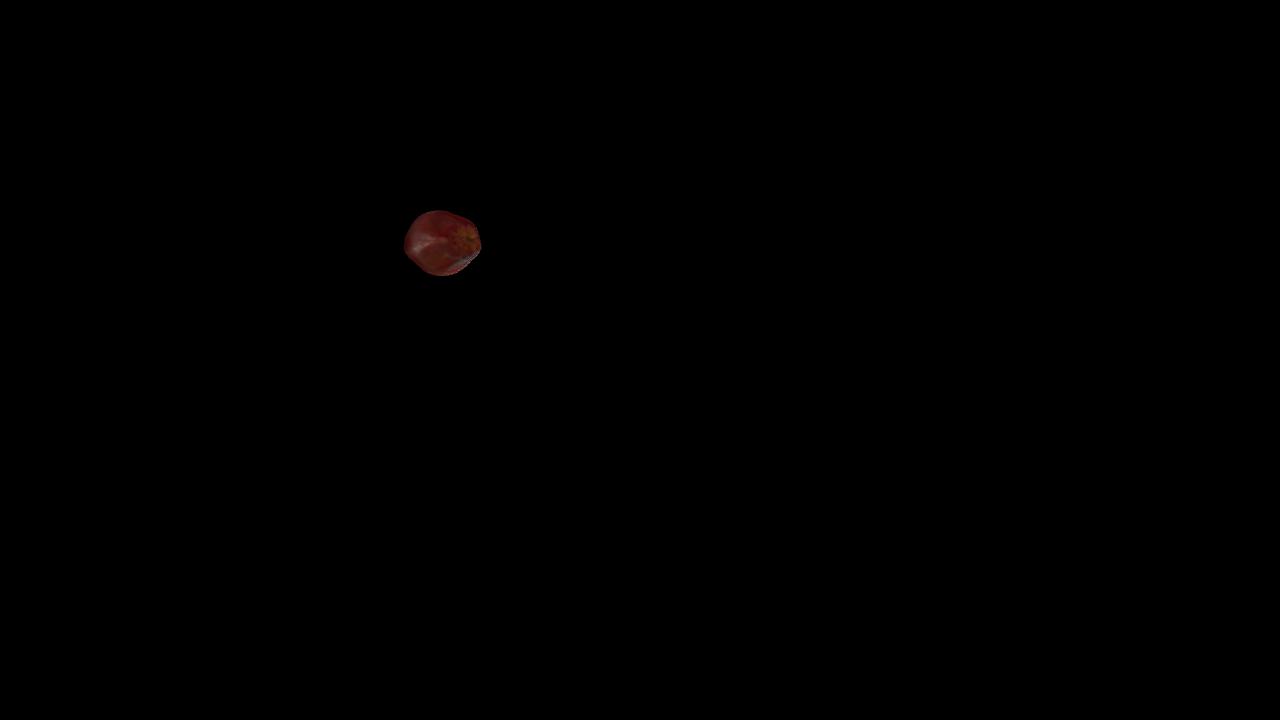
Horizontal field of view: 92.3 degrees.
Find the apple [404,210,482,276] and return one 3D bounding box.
[{"bbox_3d":[-0.237,-0.142,0.745,0.093,0.079,0.079,-4,-2,36],"label":"apple"}]
